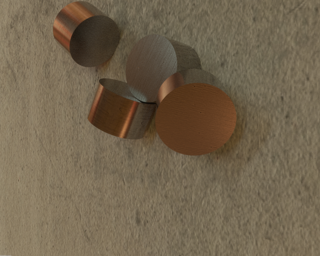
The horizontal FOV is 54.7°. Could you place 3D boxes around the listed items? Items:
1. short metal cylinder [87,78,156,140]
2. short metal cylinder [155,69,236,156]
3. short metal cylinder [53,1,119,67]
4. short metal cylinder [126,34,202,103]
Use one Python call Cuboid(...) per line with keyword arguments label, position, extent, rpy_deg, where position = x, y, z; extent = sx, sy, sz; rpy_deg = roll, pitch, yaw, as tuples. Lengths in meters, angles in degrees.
Cuboid(label="short metal cylinder", position=(-0.049, -0.026, 0.407), extent=(0.080, 0.081, 0.050), rpy_deg=(35, 112, 34))
Cuboid(label="short metal cylinder", position=(0.036, -0.018, 0.330), extent=(0.080, 0.080, 0.050), rpy_deg=(-59, 13, 23))
Cuboid(label="short metal cylinder", position=(-0.108, -0.137, 0.455), extent=(0.050, 0.081, 0.080), rpy_deg=(44, 116, 31))
Cuboid(label="short metal cylinder", position=(0.004, -0.070, 0.384), extent=(0.080, 0.050, 0.079), rpy_deg=(0, 90, 39))
